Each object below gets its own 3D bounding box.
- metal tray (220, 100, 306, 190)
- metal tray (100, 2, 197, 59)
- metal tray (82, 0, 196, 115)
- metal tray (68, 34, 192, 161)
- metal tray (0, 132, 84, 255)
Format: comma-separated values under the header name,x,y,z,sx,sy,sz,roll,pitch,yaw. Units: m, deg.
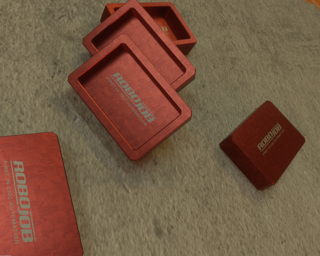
name,x,y,z,sx,sy,sz,roll,pitch,yaw
metal tray,0.161,0.022,0.476,0.090,0.030,0.131,49,51,6
metal tray,-0.015,-0.153,0.487,0.131,0.030,0.090,-18,71,-35
metal tray,-0.027,-0.091,0.408,0.090,0.030,0.130,-39,84,2
metal tray,-0.035,-0.036,0.373,0.090,0.030,0.130,-39,83,-1
metal tray,-0.132,0.071,0.287,0.091,0.030,0.130,-6,65,-31
